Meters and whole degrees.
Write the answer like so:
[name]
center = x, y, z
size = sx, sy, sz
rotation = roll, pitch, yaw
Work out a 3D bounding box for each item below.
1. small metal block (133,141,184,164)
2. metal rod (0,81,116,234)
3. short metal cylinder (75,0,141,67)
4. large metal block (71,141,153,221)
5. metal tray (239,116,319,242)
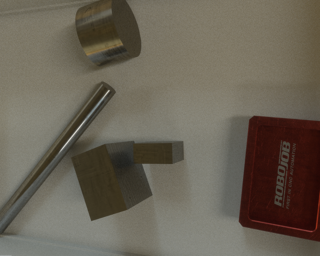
[small metal block]
center = -0.001, 0.031, 0.397
size = 0.050, 0.050, 0.025
rotation = -2, 90, 19
[metal rod]
center = -0.168, 0.052, 0.467
size = 0.025, 0.025, 0.299
rotation = 44, 103, 14
[short metal cylinder]
center = -0.064, -0.125, 0.403
size = 0.050, 0.080, 0.080
rotation = -12, 86, 19
[large metal block]
center = -0.059, 0.064, 0.401
size = 0.050, 0.080, 0.080
rotation = -22, 83, 18
[metal tray]
center = 0.144, 0.054, 0.356
size = 0.090, 0.030, 0.129
rotation = 6, 92, 19
